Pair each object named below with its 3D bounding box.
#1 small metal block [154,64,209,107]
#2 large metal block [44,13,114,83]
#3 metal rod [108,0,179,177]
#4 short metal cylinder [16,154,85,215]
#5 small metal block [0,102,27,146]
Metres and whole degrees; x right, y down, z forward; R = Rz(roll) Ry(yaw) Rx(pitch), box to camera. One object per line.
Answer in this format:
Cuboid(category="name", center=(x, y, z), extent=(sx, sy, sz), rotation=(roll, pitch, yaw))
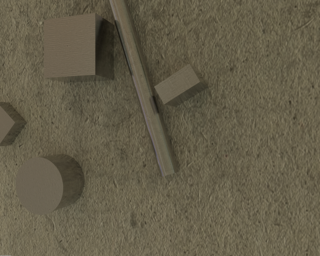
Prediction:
Cuboid(category="small metal block", center=(0.028, -0.051, 0.385), extent=(0.050, 0.050, 0.025), rotation=(-31, 80, 17))
Cuboid(category="large metal block", center=(-0.112, -0.108, 0.434), extent=(0.080, 0.050, 0.079), rotation=(0, 90, 19))
Cuboid(category="metal rod", center=(-0.030, -0.082, 0.418), extent=(0.025, 0.025, 0.299), rotation=(-19, 84, 19))
Cuboid(category="short metal cylinder", center=(-0.159, 0.080, 0.450), extent=(0.080, 0.050, 0.079), rotation=(0, 90, 19))
Cuboid(category="small metal block", center=(-0.250, -0.007, 0.495), extent=(0.050, 0.025, 0.050), rotation=(43, 103, 14))
